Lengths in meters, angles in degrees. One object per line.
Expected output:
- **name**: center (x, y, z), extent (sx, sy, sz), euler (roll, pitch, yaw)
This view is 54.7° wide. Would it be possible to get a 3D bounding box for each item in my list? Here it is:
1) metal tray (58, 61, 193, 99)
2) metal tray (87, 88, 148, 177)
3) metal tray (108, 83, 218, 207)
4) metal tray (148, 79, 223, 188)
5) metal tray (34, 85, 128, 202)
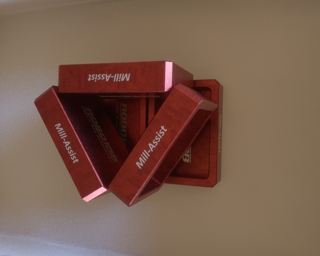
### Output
- **metal tray**: center (-0.036, -0.051, 0.354), extent (0.130, 0.090, 0.030), euler (2, 91, 20)
- **metal tray**: center (-0.055, 0.003, 0.427), extent (0.090, 0.030, 0.129), euler (1, 89, 20)
- **metal tray**: center (0.007, 0.018, 0.339), extent (0.030, 0.090, 0.129), euler (37, 102, 16)
- **metal tray**: center (0.031, 0.006, 0.396), extent (0.090, 0.030, 0.129), euler (1, 90, 20)
- **metal tray**: center (-0.083, 0.015, 0.371), extent (0.030, 0.090, 0.130), euler (-33, 80, 18)
